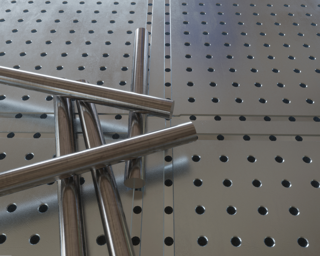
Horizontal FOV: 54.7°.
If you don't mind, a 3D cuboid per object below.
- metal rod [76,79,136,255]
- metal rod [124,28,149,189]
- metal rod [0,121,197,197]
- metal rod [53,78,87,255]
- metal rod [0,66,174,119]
[{"bbox_3d":[-0.070,0.047,0.366,0.025,0.025,0.299,-14,52,-12],"label":"metal rod"},{"bbox_3d":[-0.031,-0.052,0.450,0.025,0.025,0.300,0,50,-1],"label":"metal rod"},{"bbox_3d":[-0.103,0.042,0.336,0.302,0.025,0.025,-15,52,-13],"label":"metal rod"},{"bbox_3d":[-0.110,0.046,0.367,0.025,0.025,0.300,-11,51,-9],"label":"metal rod"},{"bbox_3d":[-0.130,-0.054,0.417,0.301,0.025,0.025,12,51,10],"label":"metal rod"}]
